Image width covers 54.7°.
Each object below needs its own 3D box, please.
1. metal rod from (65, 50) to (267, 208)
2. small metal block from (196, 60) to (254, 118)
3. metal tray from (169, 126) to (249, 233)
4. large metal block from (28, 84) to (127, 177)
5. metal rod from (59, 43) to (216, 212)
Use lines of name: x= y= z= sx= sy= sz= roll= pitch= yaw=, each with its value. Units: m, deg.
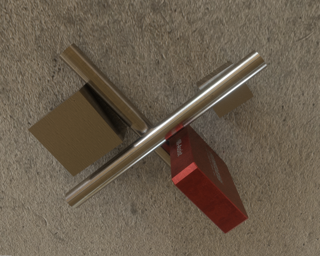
metal rod: x=-0.001 y=0.009 z=0.387 sx=0.300 sy=0.025 sz=0.025 roll=-37 pitch=106 yaw=12
small metal block: x=0.082 y=-0.049 z=0.394 sx=0.050 sy=0.025 sz=0.050 roll=-34 pitch=107 yaw=11
metal tray: x=0.053 y=0.052 z=0.374 sx=0.030 sy=0.130 sz=0.090 roll=-41 pitch=105 yaw=14
large metal block: x=-0.101 y=0.001 z=0.395 sx=0.080 sy=0.050 sz=0.080 roll=-35 pitch=107 yaw=11
metal rod: x=-0.013 y=0.010 z=0.415 sx=0.025 sy=0.025 sz=0.300 roll=-40 pitch=106 yaw=13
